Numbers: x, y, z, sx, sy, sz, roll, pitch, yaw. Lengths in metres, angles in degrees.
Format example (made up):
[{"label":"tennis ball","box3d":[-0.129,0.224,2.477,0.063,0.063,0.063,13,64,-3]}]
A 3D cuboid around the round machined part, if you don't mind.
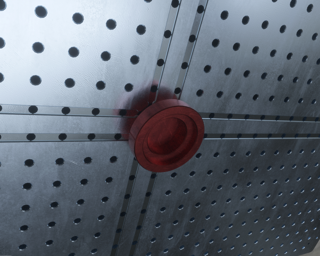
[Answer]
[{"label":"round machined part","box3d":[0.005,0.006,0.405,0.099,0.042,0.097,-14,124,-21]}]
